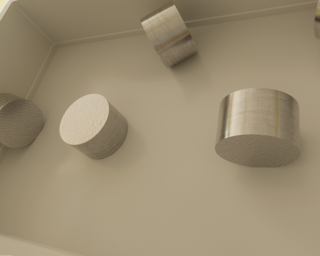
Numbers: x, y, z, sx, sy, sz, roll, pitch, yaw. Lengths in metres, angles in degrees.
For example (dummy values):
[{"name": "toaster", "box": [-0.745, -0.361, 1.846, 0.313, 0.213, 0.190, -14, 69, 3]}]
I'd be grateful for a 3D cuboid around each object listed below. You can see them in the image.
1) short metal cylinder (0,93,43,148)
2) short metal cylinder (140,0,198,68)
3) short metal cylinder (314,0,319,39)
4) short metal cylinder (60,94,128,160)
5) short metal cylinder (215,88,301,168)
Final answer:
[{"name": "short metal cylinder", "box": [-0.241, -0.013, 0.506, 0.050, 0.080, 0.080, 19, 72, 35]}, {"name": "short metal cylinder", "box": [0.014, -0.133, 0.445, 0.050, 0.080, 0.080, -28, 52, 11]}, {"name": "short metal cylinder", "box": [0.213, -0.135, 0.341, 0.050, 0.080, 0.080, 23, 74, 36]}, {"name": "short metal cylinder", "box": [-0.093, -0.002, 0.440, 0.080, 0.050, 0.080, -13, 56, 21]}, {"name": "short metal cylinder", "box": [0.099, 0.002, 0.317, 0.080, 0.080, 0.050, -3, 61, 27]}]
